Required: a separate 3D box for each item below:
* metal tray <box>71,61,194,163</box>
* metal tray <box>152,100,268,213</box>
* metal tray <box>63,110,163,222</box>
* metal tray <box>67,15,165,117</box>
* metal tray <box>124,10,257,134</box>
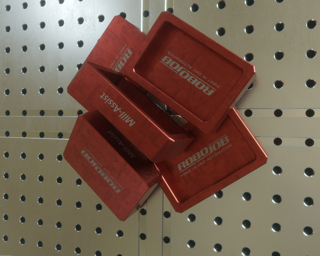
[{"bbox_3d":[-0.028,-0.019,0.354,0.130,0.090,0.030,42,103,14],"label":"metal tray"},{"bbox_3d":[0.055,0.036,0.389,0.130,0.030,0.090,-35,79,16],"label":"metal tray"},{"bbox_3d":[-0.068,0.050,0.413,0.130,0.030,0.089,44,129,14],"label":"metal tray"},{"bbox_3d":[-0.058,-0.076,0.428,0.090,0.030,0.130,40,102,15],"label":"metal tray"},{"bbox_3d":[0.034,-0.065,0.365,0.130,0.030,0.090,38,102,15],"label":"metal tray"}]
